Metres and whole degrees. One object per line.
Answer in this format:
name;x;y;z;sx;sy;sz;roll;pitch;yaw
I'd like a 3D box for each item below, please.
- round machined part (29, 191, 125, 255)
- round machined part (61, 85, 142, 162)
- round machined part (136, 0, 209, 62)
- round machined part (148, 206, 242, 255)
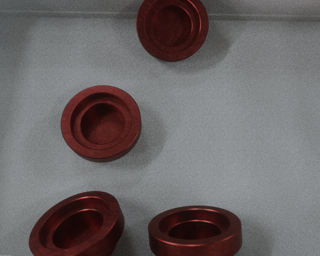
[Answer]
round machined part;-0.086;0.117;0.339;0.098;0.042;0.098;-12;26;6
round machined part;-0.073;-0.003;0.401;0.099;0.042;0.098;0;70;-1
round machined part;0.016;-0.143;0.440;0.099;0.042;0.097;0;97;-2
round machined part;0.038;0.122;0.333;0.099;0.098;0.042;-5;97;-2
